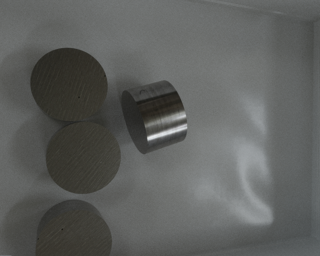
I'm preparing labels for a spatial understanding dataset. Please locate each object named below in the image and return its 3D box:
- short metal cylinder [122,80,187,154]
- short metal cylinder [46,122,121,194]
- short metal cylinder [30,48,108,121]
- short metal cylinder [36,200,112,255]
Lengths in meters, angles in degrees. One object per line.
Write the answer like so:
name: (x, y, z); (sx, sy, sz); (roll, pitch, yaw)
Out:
short metal cylinder: (-0.009, -0.014, 0.379); (0.050, 0.080, 0.080); (-18, 97, -19)
short metal cylinder: (-0.091, 0.033, 0.364); (0.081, 0.050, 0.079); (0, 90, -21)
short metal cylinder: (-0.105, -0.047, 0.359); (0.081, 0.050, 0.079); (0, 90, -21)
short metal cylinder: (-0.101, 0.129, 0.361); (0.081, 0.050, 0.079); (0, 90, -21)
